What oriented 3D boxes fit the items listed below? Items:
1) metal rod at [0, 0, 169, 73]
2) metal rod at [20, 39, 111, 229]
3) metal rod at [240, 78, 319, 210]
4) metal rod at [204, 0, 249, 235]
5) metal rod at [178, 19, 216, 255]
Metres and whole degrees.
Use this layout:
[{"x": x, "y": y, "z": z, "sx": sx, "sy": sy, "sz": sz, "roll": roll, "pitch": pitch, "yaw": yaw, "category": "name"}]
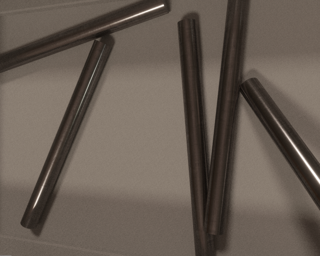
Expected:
[{"x": -0.131, "y": -0.131, "z": 0.455, "sx": 0.301, "sy": 0.025, "sz": 0.025, "roll": -13, "pitch": 86, "yaw": 19, "category": "metal rod"}, {"x": -0.142, "y": 0.015, "z": 0.458, "sx": 0.025, "sy": 0.025, "sz": 0.298, "roll": 27, "pitch": 99, "yaw": 17, "category": "metal rod"}, {"x": 0.157, "y": 0.064, "z": 0.294, "sx": 0.025, "sy": 0.025, "sz": 0.299, "roll": -34, "pitch": 56, "yaw": 16, "category": "metal rod"}, {"x": 0.081, "y": -0.025, "z": 0.371, "sx": 0.025, "sy": 0.025, "sz": 0.298, "roll": 6, "pitch": 88, "yaw": 19, "category": "metal rod"}, {"x": 0.046, "y": 0.013, "z": 0.393, "sx": 0.025, "sy": 0.025, "sz": 0.298, "roll": -5, "pitch": 88, "yaw": 19, "category": "metal rod"}]
